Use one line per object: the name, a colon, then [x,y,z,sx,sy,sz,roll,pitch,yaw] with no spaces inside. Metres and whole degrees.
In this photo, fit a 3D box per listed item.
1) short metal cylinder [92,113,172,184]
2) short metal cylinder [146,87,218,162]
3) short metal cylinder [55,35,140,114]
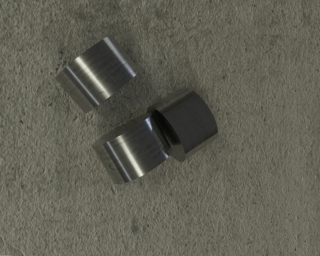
short metal cylinder: [-0.033,0.023,0.368,0.080,0.080,0.050,-32,101,-17]
short metal cylinder: [0.027,-0.004,0.389,0.050,0.080,0.080,-32,101,-17]
short metal cylinder: [-0.070,-0.061,0.354,0.080,0.080,0.050,-42,104,-15]
